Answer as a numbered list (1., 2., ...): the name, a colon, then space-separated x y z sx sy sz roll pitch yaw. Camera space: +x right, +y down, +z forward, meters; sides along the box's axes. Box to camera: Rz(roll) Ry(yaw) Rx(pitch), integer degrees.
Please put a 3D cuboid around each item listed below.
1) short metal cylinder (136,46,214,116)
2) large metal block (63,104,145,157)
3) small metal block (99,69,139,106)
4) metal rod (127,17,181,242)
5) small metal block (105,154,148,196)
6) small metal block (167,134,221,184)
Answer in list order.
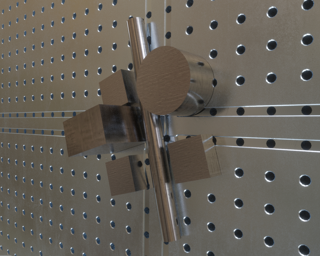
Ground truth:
1. short metal cylinder: 0.018 -0.055 0.376 0.080 0.050 0.079 0 90 39
2. large metal block: -0.074 0.005 0.430 0.080 0.081 0.050 -19 78 38
3. small metal block: -0.060 -0.052 0.456 0.050 0.025 0.050 -22 76 37
4. metal rod: -0.010 -0.004 0.415 0.025 0.025 0.298 -16 80 38
5. small metal block: -0.049 0.068 0.447 0.050 0.025 0.050 -20 78 38
6. small metal block: 0.041 0.037 0.374 0.050 0.025 0.050 -19 78 38
